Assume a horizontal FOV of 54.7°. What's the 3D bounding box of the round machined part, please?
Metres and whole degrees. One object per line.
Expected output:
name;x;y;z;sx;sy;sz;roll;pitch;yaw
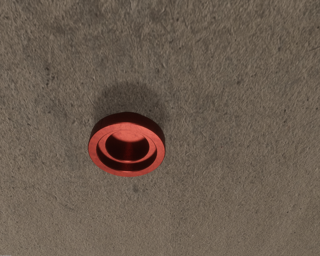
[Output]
round machined part;-0.042;0.017;0.410;0.099;0.042;0.097;-1;130;0
